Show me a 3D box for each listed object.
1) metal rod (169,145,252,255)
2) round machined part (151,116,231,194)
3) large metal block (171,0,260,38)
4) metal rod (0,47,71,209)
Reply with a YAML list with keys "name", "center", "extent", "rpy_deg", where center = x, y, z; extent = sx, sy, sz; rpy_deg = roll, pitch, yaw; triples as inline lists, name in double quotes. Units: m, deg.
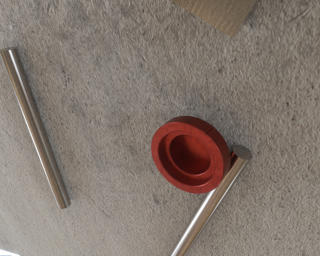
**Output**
- name: "metal rod"
  center: [0.058, 0.140, 0.461]
  extent: [0.025, 0.025, 0.298]
  rpy_deg: [28, 128, 10]
- name: "round machined part"
  center: [0.041, 0.029, 0.385]
  extent: [0.098, 0.042, 0.097]
  rpy_deg: [16, 123, 27]
- name: "large metal block"
  center: [0.057, -0.141, 0.273]
  extent: [0.080, 0.050, 0.079]
  rpy_deg: [33, 129, 6]
- name: "metal rod"
  center: [-0.202, 0.015, 0.519]
  extent: [0.025, 0.025, 0.298]
  rpy_deg: [6, 121, 25]
